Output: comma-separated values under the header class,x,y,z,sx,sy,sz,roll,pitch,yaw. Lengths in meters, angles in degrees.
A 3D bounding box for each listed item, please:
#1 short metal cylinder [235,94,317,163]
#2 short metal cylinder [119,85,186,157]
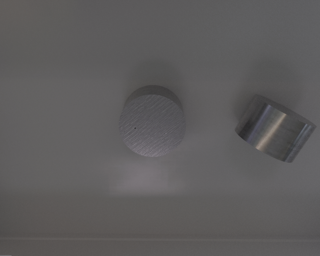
class,x,y,z,sx,sy,sz,roll,pitch,yaw
short metal cylinder,0.141,-0.001,0.383,0.080,0.080,0.050,23,109,-9
short metal cylinder,-0.009,-0.010,0.394,0.081,0.050,0.079,0,110,0
